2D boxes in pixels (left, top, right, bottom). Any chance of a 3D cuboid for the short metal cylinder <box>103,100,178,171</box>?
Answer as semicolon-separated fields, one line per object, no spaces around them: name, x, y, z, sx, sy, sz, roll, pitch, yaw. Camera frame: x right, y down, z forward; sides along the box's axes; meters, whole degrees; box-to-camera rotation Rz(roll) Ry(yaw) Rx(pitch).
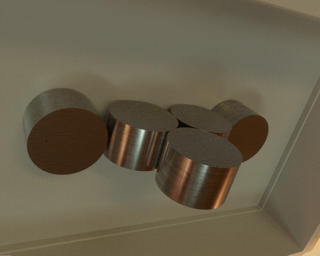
short metal cylinder;-0.024;0.007;0.361;0.081;0.080;0.050;2;118;-29

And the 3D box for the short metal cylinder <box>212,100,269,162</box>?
short metal cylinder;0.109;0.005;0.453;0.081;0.050;0.079;-14;124;-21

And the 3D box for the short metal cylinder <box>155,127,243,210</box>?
short metal cylinder;0.040;0.040;0.329;0.081;0.080;0.050;2;118;-29

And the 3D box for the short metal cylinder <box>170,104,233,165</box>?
short metal cylinder;0.046;0.009;0.401;0.081;0.080;0.050;2;118;-29

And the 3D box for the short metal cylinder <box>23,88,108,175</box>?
short metal cylinder;-0.103;0.004;0.336;0.081;0.050;0.079;-14;124;-21
